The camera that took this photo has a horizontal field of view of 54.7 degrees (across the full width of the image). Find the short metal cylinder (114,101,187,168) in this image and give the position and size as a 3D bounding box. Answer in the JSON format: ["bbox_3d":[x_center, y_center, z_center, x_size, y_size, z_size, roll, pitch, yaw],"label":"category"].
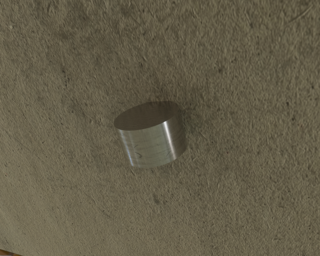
[{"bbox_3d":[-0.011,0.006,0.381,0.080,0.080,0.050,-1,118,28],"label":"short metal cylinder"}]
